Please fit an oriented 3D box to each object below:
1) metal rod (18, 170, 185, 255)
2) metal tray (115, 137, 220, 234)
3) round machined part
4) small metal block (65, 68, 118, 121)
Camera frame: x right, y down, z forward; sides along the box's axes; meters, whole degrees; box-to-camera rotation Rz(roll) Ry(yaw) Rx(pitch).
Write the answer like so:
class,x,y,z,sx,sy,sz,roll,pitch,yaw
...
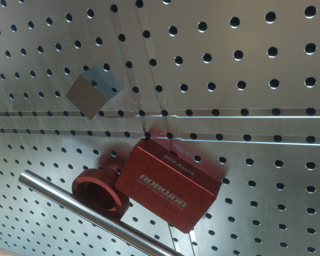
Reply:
class,x,y,z,sx,sy,sz,roll,pitch,yaw
metal rod,-0.097,0.144,0.494,0.301,0.025,0.025,25,127,12
metal tray,0.008,0.084,0.448,0.130,0.030,0.089,32,122,6
round machined part,-0.093,0.106,0.513,0.098,0.042,0.097,13,124,20
small metal block,-0.096,-0.046,0.431,0.050,0.025,0.050,45,129,-4
